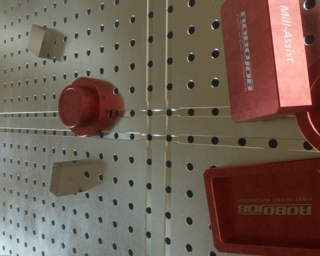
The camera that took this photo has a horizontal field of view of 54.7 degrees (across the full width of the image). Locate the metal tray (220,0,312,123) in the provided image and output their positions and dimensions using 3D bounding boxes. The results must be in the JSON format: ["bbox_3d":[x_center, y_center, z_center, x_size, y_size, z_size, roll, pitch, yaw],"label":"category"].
[{"bbox_3d":[0.095,-0.073,0.295,0.090,0.030,0.129,156,109,-77],"label":"metal tray"}]

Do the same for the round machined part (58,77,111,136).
[{"bbox_3d":[-0.129,-0.035,0.505,0.098,0.042,0.097,0,90,40],"label":"round machined part"}]

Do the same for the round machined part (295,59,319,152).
[{"bbox_3d":[0.170,-0.019,0.258,0.098,0.042,0.097,0,90,40],"label":"round machined part"}]

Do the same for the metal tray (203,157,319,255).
[{"bbox_3d":[0.112,0.080,0.313,0.130,0.030,0.090,-13,82,39],"label":"metal tray"}]

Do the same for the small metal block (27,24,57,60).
[{"bbox_3d":[-0.229,-0.167,0.599,0.050,0.025,0.050,35,111,34],"label":"small metal block"}]

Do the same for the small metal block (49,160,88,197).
[{"bbox_3d":[-0.153,0.083,0.519,0.025,0.050,0.050,19,102,38],"label":"small metal block"}]
